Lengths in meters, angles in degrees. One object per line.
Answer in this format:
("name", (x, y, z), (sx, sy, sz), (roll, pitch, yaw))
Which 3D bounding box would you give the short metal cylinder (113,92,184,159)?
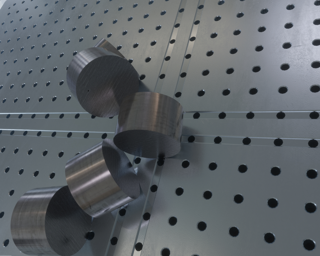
("short metal cylinder", (-0.013, -0.001, 0.380), (0.080, 0.080, 0.050), (-7, 59, 25))

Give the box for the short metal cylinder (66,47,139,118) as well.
("short metal cylinder", (-0.074, -0.060, 0.401), (0.080, 0.080, 0.050), (-45, 38, -3))

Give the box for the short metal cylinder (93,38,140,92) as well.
("short metal cylinder", (-0.077, -0.088, 0.467), (0.050, 0.080, 0.080), (-45, 51, -3))

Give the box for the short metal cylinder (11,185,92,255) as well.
("short metal cylinder", (-0.127, 0.111, 0.372), (0.050, 0.080, 0.080), (-9, 58, 23))

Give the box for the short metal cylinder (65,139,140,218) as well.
("short metal cylinder", (-0.067, 0.059, 0.371), (0.050, 0.080, 0.080), (-29, 52, 10))
